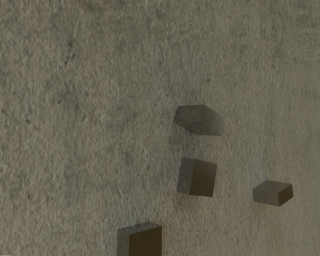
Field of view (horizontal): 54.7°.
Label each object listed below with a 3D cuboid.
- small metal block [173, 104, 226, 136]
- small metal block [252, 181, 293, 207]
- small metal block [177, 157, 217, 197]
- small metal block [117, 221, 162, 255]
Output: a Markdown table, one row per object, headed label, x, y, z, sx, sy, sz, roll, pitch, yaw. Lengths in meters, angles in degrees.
| label | x | y | z | sx | sy | sz | roll | pitch | yaw |
| --- | --- | --- | --- | --- | --- | --- | --- | --- | --- |
| small metal block | 0.056 | -0.010 | 0.438 | 0.050 | 0.050 | 0.025 | 28 | 72 | -37 |
| small metal block | 0.206 | 0.118 | 0.565 | 0.050 | 0.050 | 0.025 | -15 | 100 | -39 |
| small metal block | 0.055 | 0.073 | 0.454 | 0.050 | 0.025 | 0.050 | 16 | 80 | -39 |
| small metal block | -0.025 | 0.149 | 0.386 | 0.050 | 0.025 | 0.050 | 0 | 90 | -40 |
